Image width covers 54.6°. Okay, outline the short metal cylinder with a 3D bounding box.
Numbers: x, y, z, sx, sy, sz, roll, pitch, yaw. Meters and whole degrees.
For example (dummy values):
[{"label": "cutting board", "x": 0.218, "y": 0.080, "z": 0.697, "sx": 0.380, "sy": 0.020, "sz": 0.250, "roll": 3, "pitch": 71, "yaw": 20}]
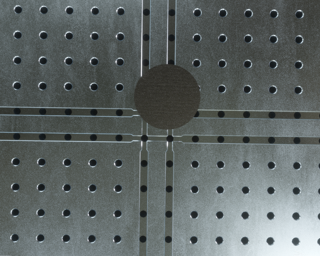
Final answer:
[{"label": "short metal cylinder", "x": 0.009, "y": -0.038, "z": 0.401, "sx": 0.080, "sy": 0.050, "sz": 0.080, "roll": 0, "pitch": 90, "yaw": 0}]
